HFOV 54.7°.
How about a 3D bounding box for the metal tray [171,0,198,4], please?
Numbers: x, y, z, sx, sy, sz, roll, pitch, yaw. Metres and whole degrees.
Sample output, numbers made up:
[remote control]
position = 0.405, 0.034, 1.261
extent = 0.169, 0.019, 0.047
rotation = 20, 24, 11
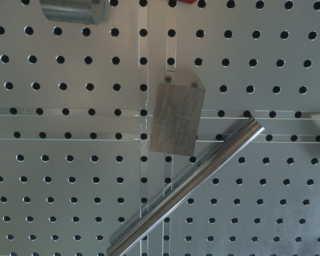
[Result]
[metal tray]
position = 0.010, -0.210, 0.333
extent = 0.091, 0.030, 0.129
rotation = 11, 110, -5

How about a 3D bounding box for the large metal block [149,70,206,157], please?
[large metal block]
position = 0.018, -0.021, 0.376
extent = 0.050, 0.080, 0.079
rotation = 7, 110, -3

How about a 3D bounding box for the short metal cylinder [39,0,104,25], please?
[short metal cylinder]
position = -0.090, -0.152, 0.327
extent = 0.050, 0.080, 0.079
rotation = 5, 110, -2

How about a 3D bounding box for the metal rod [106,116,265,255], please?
[metal rod]
position = 0.028, 0.095, 0.448
extent = 0.025, 0.025, 0.299
rotation = 41, 105, -14
